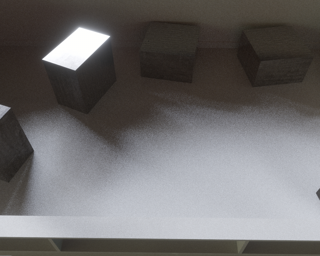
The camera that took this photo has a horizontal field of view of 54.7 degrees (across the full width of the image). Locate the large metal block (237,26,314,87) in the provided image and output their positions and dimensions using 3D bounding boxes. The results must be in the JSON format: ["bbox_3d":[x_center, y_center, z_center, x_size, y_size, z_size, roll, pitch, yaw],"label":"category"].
[{"bbox_3d":[0.176,-0.113,0.485,0.081,0.050,0.080,-7,50,-6],"label":"large metal block"}]

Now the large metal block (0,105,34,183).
[{"bbox_3d":[-0.208,0.011,0.359,0.080,0.080,0.050,16,52,13],"label":"large metal block"}]

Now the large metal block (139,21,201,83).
[{"bbox_3d":[0.017,-0.121,0.490,0.080,0.050,0.080,9,51,7],"label":"large metal block"}]

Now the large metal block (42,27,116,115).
[{"bbox_3d":[-0.108,-0.080,0.436,0.050,0.080,0.080,20,53,16],"label":"large metal block"}]

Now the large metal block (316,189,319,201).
[{"bbox_3d":[0.227,0.085,0.319,0.081,0.050,0.080,-7,50,-6],"label":"large metal block"}]
